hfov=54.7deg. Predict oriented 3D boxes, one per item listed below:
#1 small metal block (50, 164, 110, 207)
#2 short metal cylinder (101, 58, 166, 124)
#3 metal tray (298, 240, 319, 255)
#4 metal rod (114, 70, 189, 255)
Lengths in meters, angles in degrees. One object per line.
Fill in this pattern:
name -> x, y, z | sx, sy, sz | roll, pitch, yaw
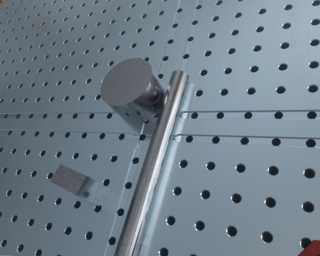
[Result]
small metal block -> -0.103, 0.074, 0.399 | 0.050, 0.050, 0.025 | 16, 70, 34
short metal cylinder -> -0.037, -0.053, 0.442 | 0.080, 0.050, 0.080 | -13, 56, 20
metal tray -> 0.117, 0.166, 0.241 | 0.130, 0.030, 0.090 | -43, 51, -3
metal rod -> -0.012, 0.058, 0.377 | 0.025, 0.025, 0.300 | 3, 63, 29
